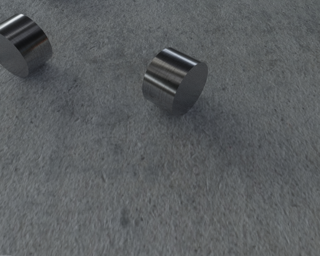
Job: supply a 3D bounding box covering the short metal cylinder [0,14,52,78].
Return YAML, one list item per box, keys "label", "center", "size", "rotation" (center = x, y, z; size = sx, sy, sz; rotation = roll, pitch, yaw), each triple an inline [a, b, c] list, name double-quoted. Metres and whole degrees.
- label: "short metal cylinder"
  center: [-0.213, -0.124, 0.469]
  size: [0.080, 0.080, 0.050]
  rotation: [24, 54, 18]

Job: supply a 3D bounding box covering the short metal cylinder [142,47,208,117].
- label: "short metal cylinder"
  center: [0.021, -0.062, 0.420]
  size: [0.050, 0.080, 0.080]
  rotation: [32, 57, 24]
